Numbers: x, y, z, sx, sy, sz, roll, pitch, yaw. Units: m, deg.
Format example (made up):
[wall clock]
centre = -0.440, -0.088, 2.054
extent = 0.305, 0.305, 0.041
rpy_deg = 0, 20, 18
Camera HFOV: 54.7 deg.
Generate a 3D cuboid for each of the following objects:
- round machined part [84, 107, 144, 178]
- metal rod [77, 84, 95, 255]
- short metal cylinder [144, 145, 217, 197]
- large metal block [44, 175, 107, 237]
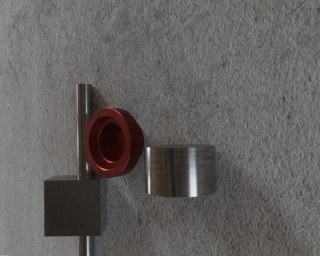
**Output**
[round machined part]
centre = -0.061, 0.020, 0.445
extent = 0.098, 0.042, 0.097
rpy_deg = 0, 90, 40
[metal rod]
centre = -0.121, 0.079, 0.504
extent = 0.025, 0.025, 0.298
rpy_deg = -2, 89, 40
[short metal cylinder]
centre = 0.023, 0.045, 0.350
extent = 0.080, 0.081, 0.050
rpy_deg = -2, 89, 40
[large metal block]
centre = -0.124, 0.114, 0.466
extent = 0.080, 0.050, 0.080
rpy_deg = -1, 90, 0
